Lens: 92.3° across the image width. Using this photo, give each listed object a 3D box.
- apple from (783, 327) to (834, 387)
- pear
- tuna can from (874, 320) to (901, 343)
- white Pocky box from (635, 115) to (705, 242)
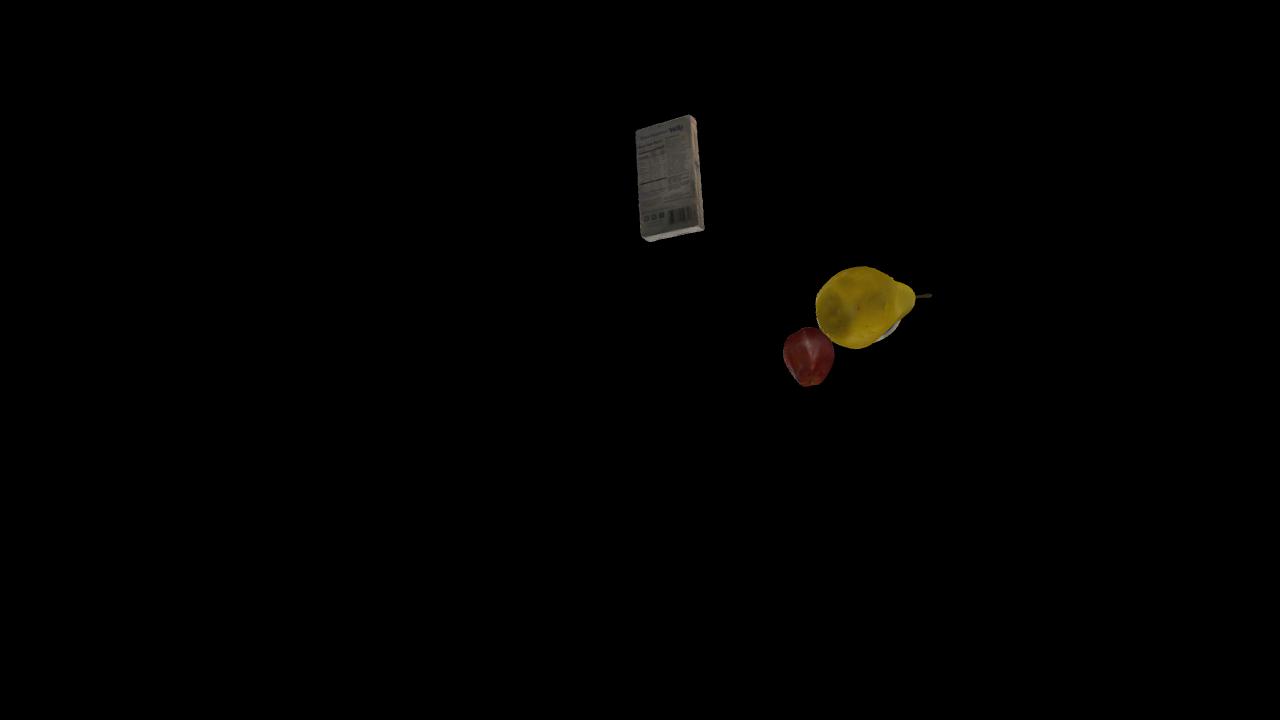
[{"bbox_3d":[0.267,-0.006,0.972,0.079,0.093,0.079,0,-30,0],"label":"apple"},{"bbox_3d":[0.223,-0.053,0.584,0.111,0.080,0.080,-9,4,-28],"label":"pear"},{"bbox_3d":[0.292,-0.063,0.795,0.084,0.084,0.034,0,38,-1],"label":"tuna can"},{"bbox_3d":[0.039,-0.241,0.820,0.084,0.154,0.028,-7,-9,25],"label":"white Pocky box"}]
